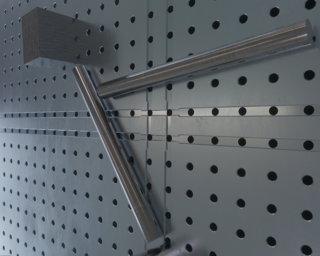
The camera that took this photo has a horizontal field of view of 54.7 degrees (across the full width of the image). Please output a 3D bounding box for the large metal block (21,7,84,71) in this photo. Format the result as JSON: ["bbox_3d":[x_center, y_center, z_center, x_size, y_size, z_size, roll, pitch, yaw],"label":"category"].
[{"bbox_3d":[-0.180,-0.146,0.523,0.050,0.081,0.080,-8,85,40],"label":"large metal block"}]

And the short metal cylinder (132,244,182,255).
[{"bbox_3d":[-0.006,0.197,0.398,0.080,0.050,0.080,0,90,40],"label":"short metal cylinder"}]

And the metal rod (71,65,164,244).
[{"bbox_3d":[-0.072,0.026,0.468,0.025,0.025,0.299,-42,65,32],"label":"metal rod"}]

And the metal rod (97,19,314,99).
[{"bbox_3d":[0.027,-0.074,0.387,0.300,0.025,0.025,-8,85,39],"label":"metal rod"}]
